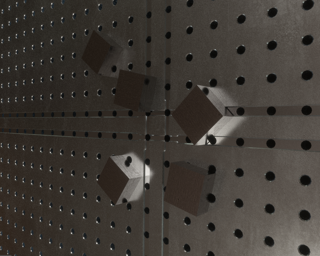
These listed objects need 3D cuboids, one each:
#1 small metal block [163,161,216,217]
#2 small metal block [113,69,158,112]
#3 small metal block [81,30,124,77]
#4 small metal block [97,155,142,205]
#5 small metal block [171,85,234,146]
[{"bbox_3d":[0.036,0.072,0.378,0.050,0.025,0.050,17,101,38],"label":"small metal block"},{"bbox_3d":[-0.035,-0.052,0.436,0.050,0.025,0.050,20,103,38],"label":"small metal block"},{"bbox_3d":[-0.090,-0.116,0.481,0.050,0.025,0.050,45,117,30],"label":"small metal block"},{"bbox_3d":[-0.061,0.076,0.457,0.050,0.025,0.050,42,115,31],"label":"small metal block"},{"bbox_3d":[0.049,-0.015,0.367,0.050,0.025,0.050,-49,61,28],"label":"small metal block"}]
